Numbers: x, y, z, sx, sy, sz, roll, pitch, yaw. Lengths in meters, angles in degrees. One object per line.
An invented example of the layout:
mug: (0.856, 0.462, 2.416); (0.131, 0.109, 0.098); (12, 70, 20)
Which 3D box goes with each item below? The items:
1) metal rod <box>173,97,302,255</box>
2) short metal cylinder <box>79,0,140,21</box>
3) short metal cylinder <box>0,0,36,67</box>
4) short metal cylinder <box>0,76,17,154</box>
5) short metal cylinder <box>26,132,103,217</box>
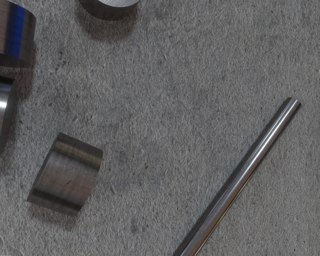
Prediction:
metal rod: (0.117, 0.073, 0.452); (0.025, 0.025, 0.300); (43, 76, -15)
short metal cylinder: (-0.059, -0.177, 0.374); (0.081, 0.050, 0.080); (0, 90, -20)
short metal cylinder: (-0.173, -0.096, 0.316); (0.081, 0.080, 0.050); (7, 88, -20)
short metal cylinder: (-0.180, -0.016, 0.313); (0.050, 0.080, 0.080); (11, 87, -20)
short metal cylinder: (-0.104, 0.051, 0.342); (0.050, 0.080, 0.080); (26, 81, -18)
